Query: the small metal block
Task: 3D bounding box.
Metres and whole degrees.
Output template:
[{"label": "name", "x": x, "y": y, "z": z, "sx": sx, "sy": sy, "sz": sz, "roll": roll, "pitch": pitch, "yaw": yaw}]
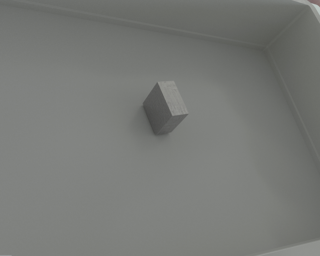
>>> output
[{"label": "small metal block", "x": 0.006, "y": -0.026, "z": 0.404, "sx": 0.025, "sy": 0.050, "sz": 0.050, "roll": -9, "pitch": 66, "yaw": -32}]
